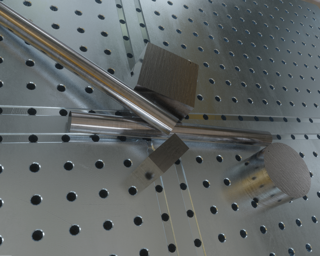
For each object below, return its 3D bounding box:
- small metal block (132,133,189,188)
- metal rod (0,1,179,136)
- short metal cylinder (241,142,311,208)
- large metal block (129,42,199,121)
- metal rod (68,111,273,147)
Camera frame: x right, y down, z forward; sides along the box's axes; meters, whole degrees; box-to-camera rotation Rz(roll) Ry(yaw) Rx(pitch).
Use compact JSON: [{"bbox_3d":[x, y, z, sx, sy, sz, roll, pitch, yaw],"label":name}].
[{"bbox_3d":[0.000,0.039,0.369,0.025,0.050,0.050,47,51,4],"label":"small metal block"},{"bbox_3d":[-0.109,-0.084,0.382,0.301,0.025,0.025,34,51,1],"label":"metal rod"},{"bbox_3d":[0.163,0.067,0.439,0.081,0.050,0.080,14,56,-21],"label":"short metal cylinder"},{"bbox_3d":[0.003,-0.060,0.431,0.080,0.050,0.080,21,54,-16],"label":"large metal block"},{"bbox_3d":[0.032,0.005,0.421,0.302,0.025,0.025,5,60,-26],"label":"metal rod"}]
